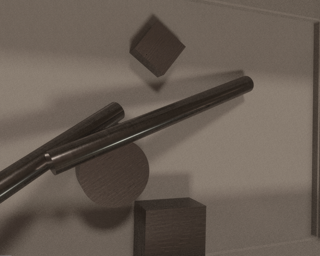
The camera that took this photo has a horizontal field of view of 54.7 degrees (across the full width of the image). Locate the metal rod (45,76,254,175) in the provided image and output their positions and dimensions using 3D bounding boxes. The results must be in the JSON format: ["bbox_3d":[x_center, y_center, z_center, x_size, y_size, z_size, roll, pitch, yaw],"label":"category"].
[{"bbox_3d":[0.012,-0.016,0.380,0.302,0.025,0.025,-23,98,-32],"label":"metal rod"}]

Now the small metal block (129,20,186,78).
[{"bbox_3d":[-0.003,-0.104,0.410,0.050,0.025,0.050,40,77,-16],"label":"small metal block"}]

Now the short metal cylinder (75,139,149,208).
[{"bbox_3d":[-0.059,0.051,0.376,0.081,0.050,0.079,0,90,-21],"label":"short metal cylinder"}]

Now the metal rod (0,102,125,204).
[{"bbox_3d":[-0.143,0.050,0.294,0.302,0.025,0.025,-39,104,-41],"label":"metal rod"}]

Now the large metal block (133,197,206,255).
[{"bbox_3d":[0.012,0.138,0.403,0.081,0.050,0.079,1,90,-21],"label":"large metal block"}]
